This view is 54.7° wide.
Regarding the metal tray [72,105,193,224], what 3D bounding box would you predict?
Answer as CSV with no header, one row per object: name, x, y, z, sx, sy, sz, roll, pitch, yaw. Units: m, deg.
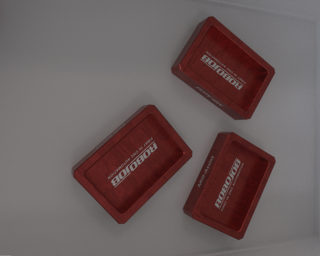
metal tray,-0.033,0.044,0.395,0.130,0.030,0.090,-43,104,-15

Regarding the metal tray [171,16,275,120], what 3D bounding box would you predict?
metal tray,0.092,-0.082,0.441,0.130,0.030,0.090,34,79,-17

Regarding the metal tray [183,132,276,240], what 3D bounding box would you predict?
metal tray,0.101,0.081,0.445,0.090,0.030,0.130,30,80,-18
